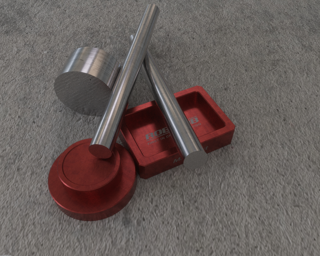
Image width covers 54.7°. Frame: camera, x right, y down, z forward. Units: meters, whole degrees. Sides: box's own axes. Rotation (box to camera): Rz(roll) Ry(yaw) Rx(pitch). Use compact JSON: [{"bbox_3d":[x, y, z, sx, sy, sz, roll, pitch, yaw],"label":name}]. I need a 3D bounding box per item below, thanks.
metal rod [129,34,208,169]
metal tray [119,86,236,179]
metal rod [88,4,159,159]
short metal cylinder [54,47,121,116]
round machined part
[{"bbox_3d":[-0.003,-0.059,0.416,0.025,0.025,0.300,-12,40,-10],"label":"metal rod"},{"bbox_3d":[0.017,0.001,0.399,0.131,0.030,0.090,-20,53,-17],"label":"metal tray"},{"bbox_3d":[-0.038,-0.086,0.424,0.025,0.025,0.300,8,49,6],"label":"metal rod"},{"bbox_3d":[-0.094,-0.061,0.419,0.080,0.080,0.050,7,51,6],"label":"short metal cylinder"},{"bbox_3d":[-0.076,0.050,0.350,0.099,0.042,0.098,0,50,0],"label":"round machined part"}]
